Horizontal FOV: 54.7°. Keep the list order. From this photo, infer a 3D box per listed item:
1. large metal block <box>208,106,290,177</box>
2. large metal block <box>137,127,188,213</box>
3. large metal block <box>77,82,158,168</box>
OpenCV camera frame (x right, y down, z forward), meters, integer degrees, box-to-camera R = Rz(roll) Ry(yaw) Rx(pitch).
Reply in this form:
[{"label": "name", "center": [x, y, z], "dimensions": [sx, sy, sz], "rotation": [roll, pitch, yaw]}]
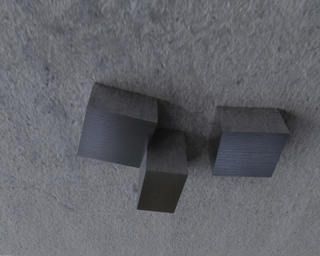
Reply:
[{"label": "large metal block", "center": [0.112, 0.019, 0.409], "dimensions": [0.081, 0.050, 0.079], "rotation": [2, 130, -2]}, {"label": "large metal block", "center": [0.001, 0.056, 0.419], "dimensions": [0.050, 0.080, 0.079], "rotation": [8, 130, -7]}, {"label": "large metal block", "center": [-0.053, -0.002, 0.389], "dimensions": [0.081, 0.050, 0.079], "rotation": [13, 129, -12]}]
